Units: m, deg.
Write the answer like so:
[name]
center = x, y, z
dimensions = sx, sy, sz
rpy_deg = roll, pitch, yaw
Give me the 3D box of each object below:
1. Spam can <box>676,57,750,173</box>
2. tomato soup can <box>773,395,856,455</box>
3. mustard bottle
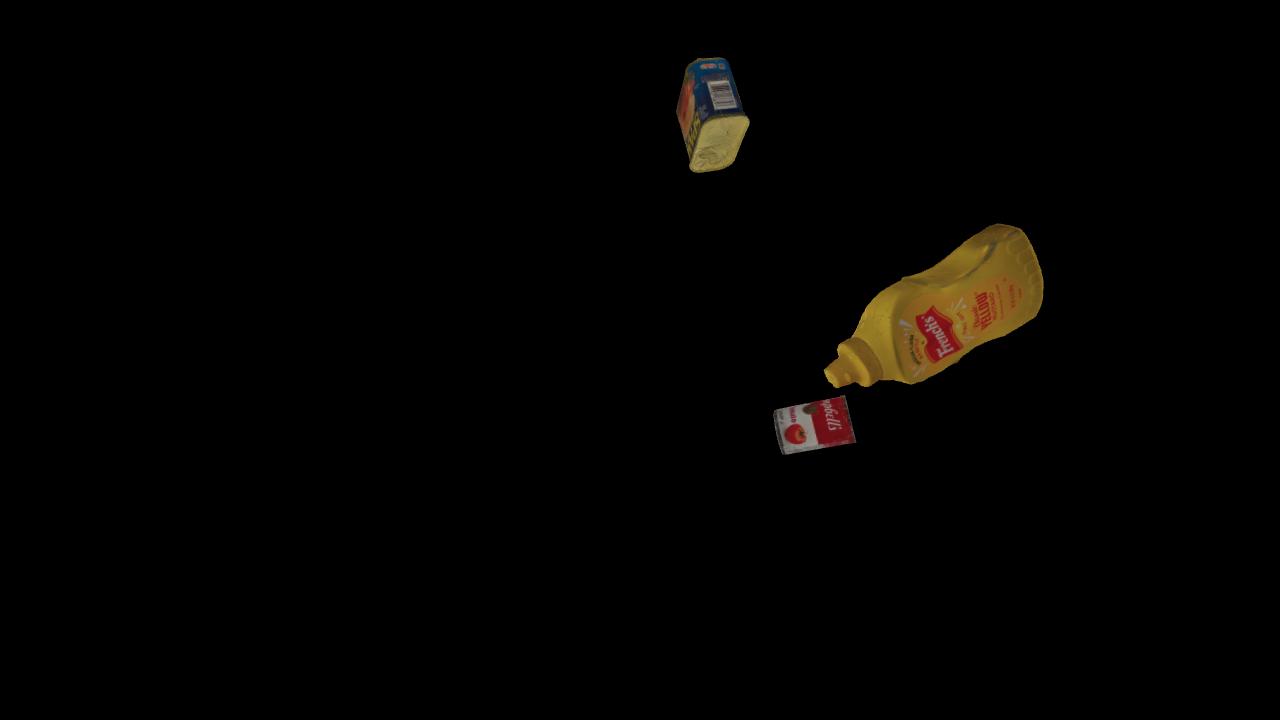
[Spam can]
center = 0.082, -0.286, 0.723
dimensions = 0.058, 0.085, 0.101
rpy_deg = -9, -16, -10
[tomato soup can]
center = 0.244, 0.092, 0.863
dimensions = 0.101, 0.068, 0.068
rpy_deg = -14, -4, 18
[mustard bottle]
center = 0.233, -0.029, 0.504
dimensions = 0.184, 0.092, 0.054
rpy_deg = -30, 34, -2
